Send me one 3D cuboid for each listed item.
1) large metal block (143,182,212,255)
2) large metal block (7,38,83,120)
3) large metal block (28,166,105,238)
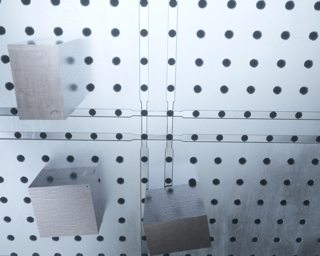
[{"bbox_3d":[0.023,0.123,0.429,0.080,0.080,0.050,-10,110,3],"label":"large metal block"},{"bbox_3d":[-0.128,-0.060,0.361,0.050,0.080,0.079,0,110,0],"label":"large metal block"},{"bbox_3d":[-0.128,0.103,0.437,0.080,0.050,0.080,-4,110,1],"label":"large metal block"}]
